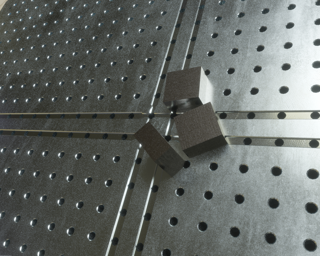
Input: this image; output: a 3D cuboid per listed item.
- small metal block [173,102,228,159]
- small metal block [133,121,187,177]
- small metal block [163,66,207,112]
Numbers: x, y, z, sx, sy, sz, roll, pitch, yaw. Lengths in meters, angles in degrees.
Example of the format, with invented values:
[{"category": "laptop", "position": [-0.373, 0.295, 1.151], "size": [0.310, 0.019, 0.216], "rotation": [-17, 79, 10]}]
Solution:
[{"category": "small metal block", "position": [0.049, 0.003, 0.382], "size": [0.050, 0.025, 0.050], "rotation": [-23, 53, 14]}, {"category": "small metal block", "position": [0.001, 0.026, 0.377], "size": [0.025, 0.050, 0.050], "rotation": [-42, 51, 0]}, {"category": "small metal block", "position": [0.035, -0.053, 0.423], "size": [0.050, 0.025, 0.050], "rotation": [-6, 59, 25]}]
